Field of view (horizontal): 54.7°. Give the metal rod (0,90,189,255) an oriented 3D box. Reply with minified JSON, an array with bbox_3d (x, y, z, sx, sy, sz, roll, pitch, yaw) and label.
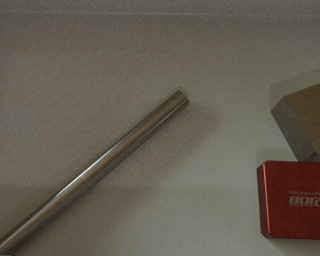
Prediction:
[{"bbox_3d":[-0.079,0.054,0.389,0.301,0.025,0.025,-41,75,-14],"label":"metal rod"}]

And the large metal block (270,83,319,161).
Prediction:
[{"bbox_3d":[0.207,-0.010,0.403,0.080,0.050,0.080,-20,71,-8],"label":"large metal block"}]

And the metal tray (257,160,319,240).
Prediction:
[{"bbox_3d":[0.190,0.089,0.377,0.131,0.030,0.090,2,70,0],"label":"metal tray"}]
